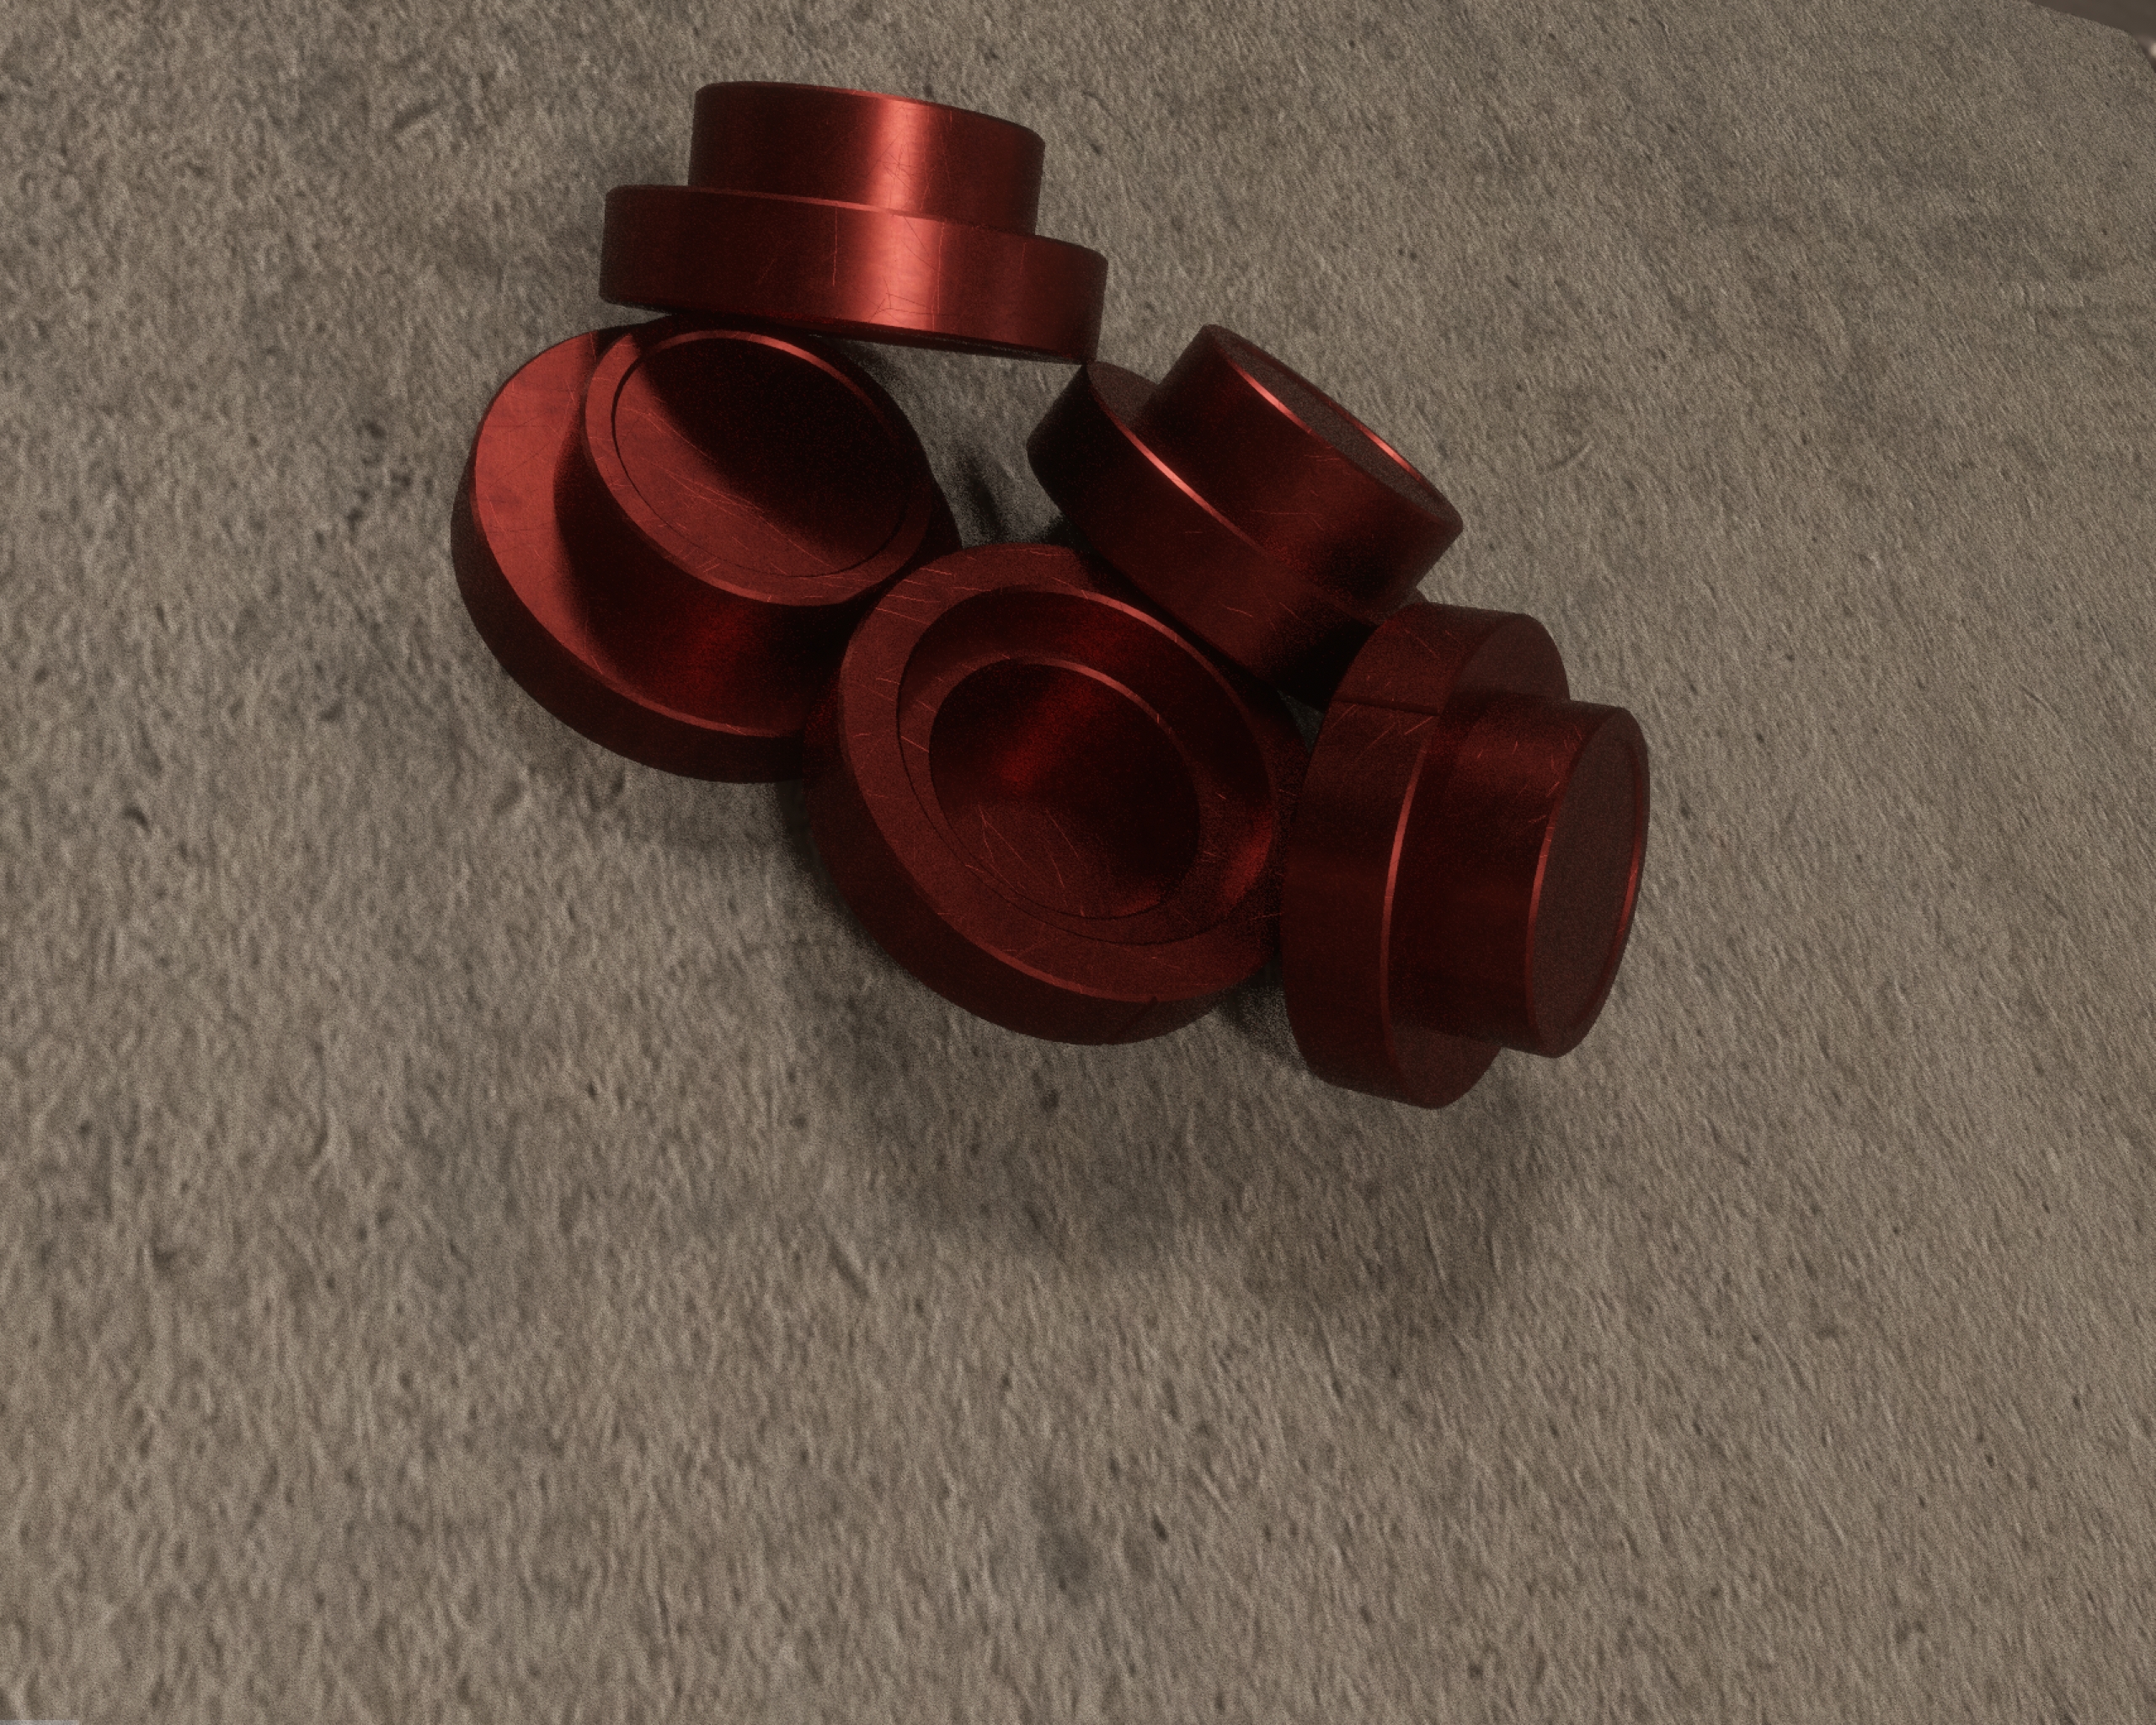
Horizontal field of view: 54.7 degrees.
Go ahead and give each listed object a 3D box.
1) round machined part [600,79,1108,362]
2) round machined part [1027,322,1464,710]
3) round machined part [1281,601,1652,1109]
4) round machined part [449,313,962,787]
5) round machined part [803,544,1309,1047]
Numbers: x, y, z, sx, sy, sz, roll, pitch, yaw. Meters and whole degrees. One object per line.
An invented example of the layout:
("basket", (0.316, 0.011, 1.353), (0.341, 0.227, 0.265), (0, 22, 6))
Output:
("round machined part", (-0.043, -0.126, 0.412), (0.099, 0.098, 0.042), (1, 103, -28))
("round machined part", (0.041, -0.075, 0.436), (0.098, 0.042, 0.098), (33, 21, -14))
("round machined part", (0.080, 0.000, 0.404), (0.042, 0.097, 0.098), (12, 44, 29))
("round machined part", (-0.067, -0.067, 0.402), (0.099, 0.042, 0.098), (14, 56, -21))
("round machined part", (-0.006, -0.009, 0.398), (0.099, 0.042, 0.098), (14, 56, -21))
